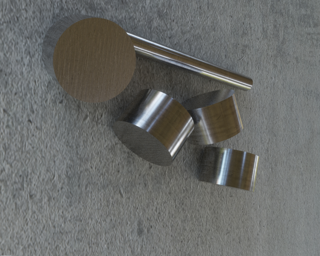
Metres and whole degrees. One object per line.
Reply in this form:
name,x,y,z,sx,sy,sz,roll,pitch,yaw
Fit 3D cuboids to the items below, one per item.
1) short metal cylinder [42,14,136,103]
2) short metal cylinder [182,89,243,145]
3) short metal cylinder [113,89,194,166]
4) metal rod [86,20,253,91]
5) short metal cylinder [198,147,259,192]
short metal cylinder,-0.072,-0.071,0.311,0.081,0.050,0.079,-13,117,-27
short metal cylinder,0.069,-0.016,0.427,0.081,0.080,0.050,-30,109,-36
short metal cylinder,-0.007,0.001,0.363,0.080,0.080,0.050,50,61,-29
metal rod,0.032,-0.092,0.431,0.302,0.025,0.025,8,85,-40
short metal cylinder,0.100,0.061,0.453,0.080,0.080,0.050,19,78,-39
